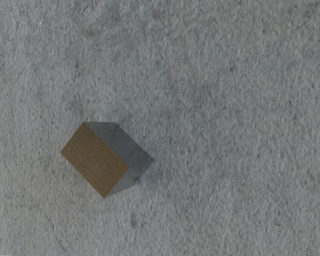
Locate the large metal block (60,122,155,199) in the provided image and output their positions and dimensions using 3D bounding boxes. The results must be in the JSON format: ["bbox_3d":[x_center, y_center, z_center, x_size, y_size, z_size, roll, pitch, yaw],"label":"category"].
[{"bbox_3d":[-0.065,0.037,0.401,0.080,0.080,0.050,42,103,15],"label":"large metal block"}]
